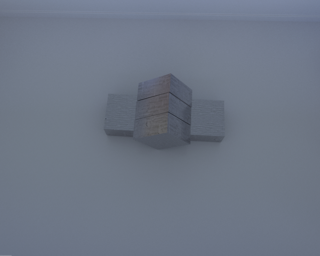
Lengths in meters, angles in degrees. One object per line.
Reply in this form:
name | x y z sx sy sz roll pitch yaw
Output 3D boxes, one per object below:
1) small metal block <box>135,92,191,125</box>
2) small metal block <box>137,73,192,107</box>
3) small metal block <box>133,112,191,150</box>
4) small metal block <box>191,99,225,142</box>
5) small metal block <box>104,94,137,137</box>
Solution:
small metal block | 0.005 -0.018 0.391 0.050 0.050 0.025 -12 65 34
small metal block | 0.007 -0.042 0.399 0.050 0.050 0.025 -11 65 35
small metal block | 0.003 0.005 0.382 0.050 0.050 0.025 -12 65 34
small metal block | 0.058 -0.010 0.413 0.050 0.025 0.050 3 70 0
small metal block | -0.045 -0.016 0.413 0.050 0.025 0.050 4 70 1
